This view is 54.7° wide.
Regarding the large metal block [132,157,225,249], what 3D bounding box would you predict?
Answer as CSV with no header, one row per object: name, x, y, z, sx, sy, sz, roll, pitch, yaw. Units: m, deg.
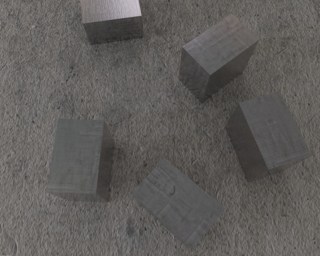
large metal block,0.018,0.086,0.347,0.080,0.080,0.050,39,75,13

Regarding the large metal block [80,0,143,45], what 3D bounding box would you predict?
large metal block,-0.072,-0.176,0.459,0.081,0.050,0.080,-9,70,-4

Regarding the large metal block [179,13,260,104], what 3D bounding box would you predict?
large metal block,0.074,-0.089,0.412,0.080,0.080,0.050,-37,74,-12

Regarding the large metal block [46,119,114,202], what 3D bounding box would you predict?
large metal block,-0.088,0.041,0.363,0.050,0.080,0.080,2,70,1

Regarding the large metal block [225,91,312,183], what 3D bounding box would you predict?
large metal block,0.124,0.014,0.374,0.050,0.080,0.080,-17,71,-6
